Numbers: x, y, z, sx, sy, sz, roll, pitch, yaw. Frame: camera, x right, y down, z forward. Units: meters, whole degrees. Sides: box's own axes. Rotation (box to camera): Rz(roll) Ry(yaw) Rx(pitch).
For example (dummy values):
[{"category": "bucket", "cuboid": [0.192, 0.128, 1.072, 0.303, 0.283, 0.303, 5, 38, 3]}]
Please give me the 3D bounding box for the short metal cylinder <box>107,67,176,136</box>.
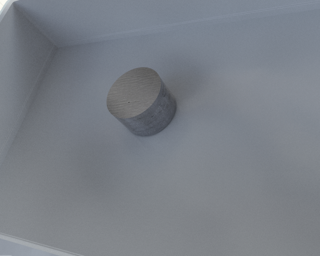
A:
[{"category": "short metal cylinder", "cuboid": [-0.025, -0.035, 0.423, 0.080, 0.050, 0.080, -13, 56, 21]}]
